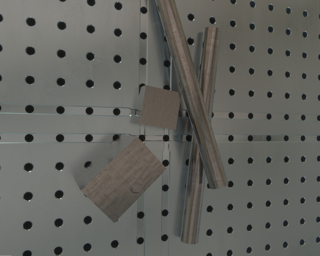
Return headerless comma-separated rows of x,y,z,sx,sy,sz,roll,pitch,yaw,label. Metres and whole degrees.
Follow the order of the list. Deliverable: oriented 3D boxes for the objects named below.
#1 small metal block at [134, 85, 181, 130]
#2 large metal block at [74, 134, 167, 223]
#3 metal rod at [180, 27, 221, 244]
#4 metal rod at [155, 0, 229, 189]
-0.003,-0.026,0.413,0.050,0.025,0.050,10,87,-20,small metal block
-0.050,0.054,0.366,0.080,0.080,0.050,-45,104,-15,large metal block
0.057,0.009,0.435,0.025,0.025,0.298,7,88,-20,metal rod
0.036,-0.067,0.409,0.025,0.025,0.298,-16,89,-20,metal rod
